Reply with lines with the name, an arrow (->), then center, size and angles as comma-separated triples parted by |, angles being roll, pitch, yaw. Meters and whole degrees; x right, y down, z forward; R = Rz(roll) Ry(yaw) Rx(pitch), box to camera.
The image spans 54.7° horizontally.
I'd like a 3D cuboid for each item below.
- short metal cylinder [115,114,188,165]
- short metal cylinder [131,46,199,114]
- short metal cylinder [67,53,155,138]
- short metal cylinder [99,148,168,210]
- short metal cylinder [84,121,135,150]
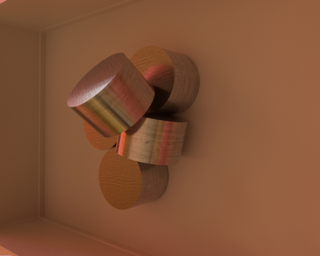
short metal cylinder -> -0.010, 0.008, 0.376 | 0.080, 0.081, 0.050 | 17, 101, 38
short metal cylinder -> 0.001, -0.057, 0.386 | 0.080, 0.050, 0.079 | 0, 90, 39
short metal cylinder -> -0.053, -0.036, 0.339 | 0.080, 0.050, 0.080 | -29, 33, 21
short metal cylinder -> -0.037, 0.064, 0.416 | 0.080, 0.050, 0.079 | 0, 90, 39
short metal cylinder -> -0.062, -0.010, 0.437 | 0.080, 0.050, 0.079 | 0, 90, 39
